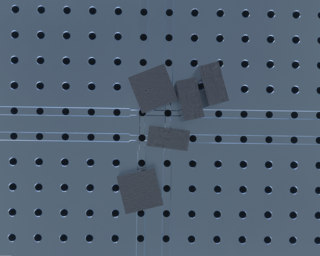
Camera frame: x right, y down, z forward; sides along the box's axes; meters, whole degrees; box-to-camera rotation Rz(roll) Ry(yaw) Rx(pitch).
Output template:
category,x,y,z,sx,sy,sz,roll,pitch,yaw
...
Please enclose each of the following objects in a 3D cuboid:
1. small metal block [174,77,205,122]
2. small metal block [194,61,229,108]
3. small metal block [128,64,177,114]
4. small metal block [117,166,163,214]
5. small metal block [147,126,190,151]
category,x,y,z,sx,sy,sz,roll,pitch,yaw
small metal block,0.037,-0.035,0.401,0.025,0.050,0.050,-12,90,-1
small metal block,0.066,-0.054,0.402,0.025,0.050,0.050,-15,90,0
small metal block,-0.009,-0.051,0.413,0.050,0.025,0.050,-21,90,0
small metal block,-0.026,0.082,0.413,0.050,0.025,0.050,-14,90,-1
small metal block,0.010,0.012,0.401,0.050,0.050,0.025,7,90,-1
